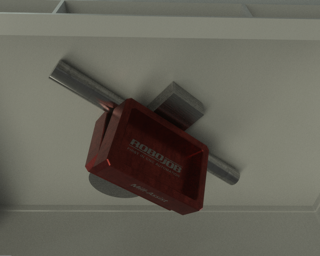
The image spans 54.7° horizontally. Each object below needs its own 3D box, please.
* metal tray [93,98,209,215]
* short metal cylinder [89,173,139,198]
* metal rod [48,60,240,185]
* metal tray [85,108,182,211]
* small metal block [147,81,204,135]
[{"bbox_3d":[-0.003,0.035,0.361,0.131,0.090,0.030,32,140,-25],"label":"metal tray"},{"bbox_3d":[-0.052,0.055,0.429,0.080,0.050,0.080,4,137,4],"label":"short metal cylinder"},{"bbox_3d":[-0.003,0.005,0.413,0.301,0.025,0.025,32,123,-25],"label":"metal rod"},{"bbox_3d":[-0.025,0.040,0.399,0.131,0.090,0.030,32,123,-25],"label":"metal tray"},{"bbox_3d":[0.018,-0.022,0.389,0.050,0.025,0.050,33,122,-26],"label":"small metal block"}]
